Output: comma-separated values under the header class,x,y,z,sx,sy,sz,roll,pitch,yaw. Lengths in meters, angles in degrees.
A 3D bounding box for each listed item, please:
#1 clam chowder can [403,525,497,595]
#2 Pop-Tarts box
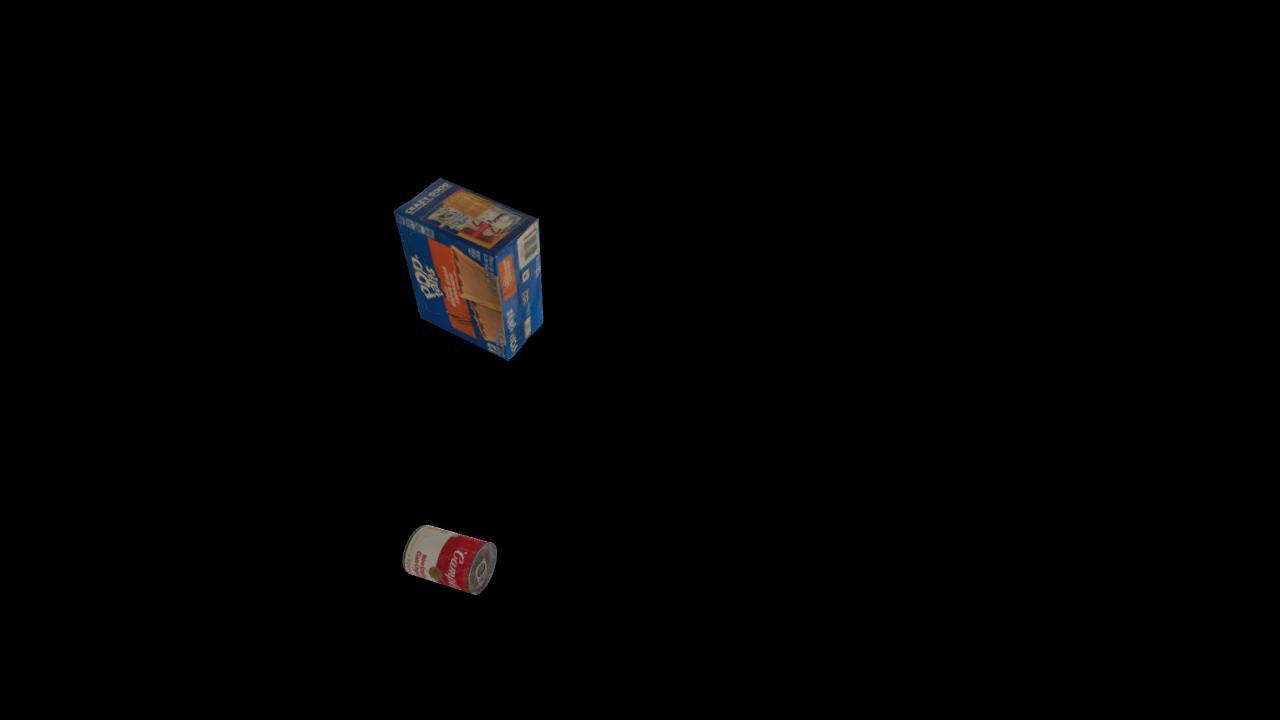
class,x,y,z,sx,sy,sz,roll,pitch,yaw
clam chowder can,-0.251,0.262,0.812,0.102,0.068,0.068,10,3,16
Pop-Tarts box,-0.197,-0.104,0.733,0.141,0.167,0.083,25,50,15
